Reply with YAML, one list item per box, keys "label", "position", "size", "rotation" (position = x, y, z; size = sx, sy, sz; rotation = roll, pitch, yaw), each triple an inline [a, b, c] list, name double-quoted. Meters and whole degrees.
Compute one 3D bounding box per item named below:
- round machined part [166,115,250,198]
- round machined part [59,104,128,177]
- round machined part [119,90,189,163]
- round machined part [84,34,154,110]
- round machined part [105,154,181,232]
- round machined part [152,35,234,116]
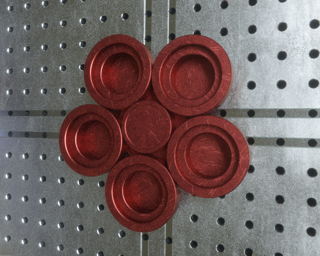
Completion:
- label: "round machined part"
  position: [0.061, 0.033, 0.382]
  size: [0.098, 0.042, 0.097]
  rotation: [0, 90, 20]
- label: "round machined part"
  position: [-0.088, 0.016, 0.435]
  size: [0.098, 0.042, 0.097]
  rotation: [0, 90, 20]
- label: "round machined part"
  position: [-0.011, -0.001, 0.407]
  size: [0.098, 0.042, 0.097]
  rotation: [0, 90, 20]
- label: "round machined part"
  position: [-0.050, -0.073, 0.421]
  size: [0.098, 0.042, 0.097]
  rotation: [0, 90, 20]
- label: "round machined part"
  position: [-0.019, 0.083, 0.410]
  size: [0.098, 0.042, 0.097]
  rotation: [0, 90, 20]
- label: "round machined part"
  position: [0.043, -0.063, 0.388]
  size: [0.098, 0.042, 0.097]
  rotation: [0, 90, 20]
